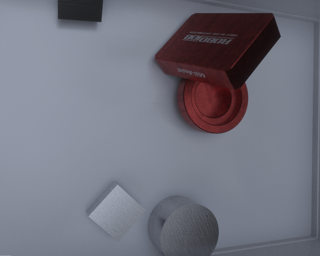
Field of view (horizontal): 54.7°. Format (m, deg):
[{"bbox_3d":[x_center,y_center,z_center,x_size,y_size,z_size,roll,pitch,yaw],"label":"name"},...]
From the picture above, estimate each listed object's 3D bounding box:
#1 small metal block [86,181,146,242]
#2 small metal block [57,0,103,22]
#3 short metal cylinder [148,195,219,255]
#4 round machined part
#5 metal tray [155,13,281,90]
[{"bbox_3d":[-0.056,0.104,0.391,0.050,0.025,0.050,46,75,-15],"label":"small metal block"},{"bbox_3d":[-0.094,-0.155,0.362,0.050,0.025,0.050,-3,130,-20],"label":"small metal block"},{"bbox_3d":[0.030,0.134,0.410,0.081,0.050,0.079,0,90,-21],"label":"short metal cylinder"},{"bbox_3d":[0.069,-0.041,0.428,0.099,0.042,0.097,0,90,-21],"label":"round machined part"},{"bbox_3d":[0.065,-0.099,0.379,0.090,0.130,0.030,-50,130,-13],"label":"metal tray"}]
